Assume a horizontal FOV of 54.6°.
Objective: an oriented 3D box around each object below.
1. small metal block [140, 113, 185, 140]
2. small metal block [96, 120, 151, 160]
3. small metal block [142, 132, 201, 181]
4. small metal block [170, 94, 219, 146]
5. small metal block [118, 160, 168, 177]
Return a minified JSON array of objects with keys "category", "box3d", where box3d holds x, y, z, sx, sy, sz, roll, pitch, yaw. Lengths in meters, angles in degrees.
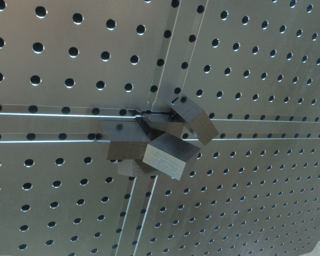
[{"category":"small metal block","box3d":[0.000,0.008,0.415,0.050,0.025,0.050,1,118,-30]},{"category":"small metal block","box3d":[-0.046,0.014,0.378,0.050,0.050,0.025,2,118,-29]},{"category":"small metal block","box3d":[0.015,0.033,0.377,0.050,0.050,0.025,-31,142,-59]},{"category":"small metal block","box3d":[0.046,-0.011,0.412,0.025,0.050,0.050,-41,130,-1]},{"category":"small metal block","box3d":[-0.023,0.049,0.409,0.050,0.050,0.025,1,86,-29]}]
